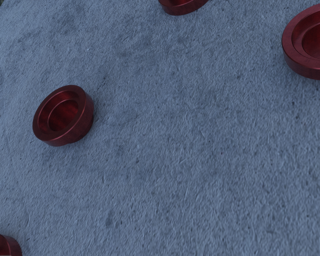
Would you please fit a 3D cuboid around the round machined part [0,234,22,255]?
[{"bbox_3d":[-0.233,0.186,0.401,0.098,0.042,0.098,-13,56,21],"label":"round machined part"}]

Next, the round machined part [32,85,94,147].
[{"bbox_3d":[-0.143,-0.015,0.477,0.098,0.042,0.098,-13,56,21],"label":"round machined part"}]

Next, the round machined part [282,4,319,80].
[{"bbox_3d":[0.192,-0.093,0.349,0.098,0.042,0.098,-13,56,21],"label":"round machined part"}]

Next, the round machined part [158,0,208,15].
[{"bbox_3d":[0.040,-0.240,0.520,0.098,0.042,0.098,-13,56,21],"label":"round machined part"}]
